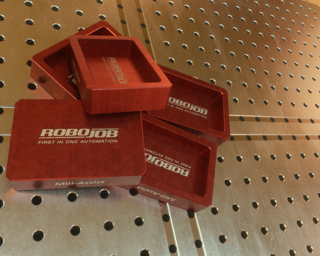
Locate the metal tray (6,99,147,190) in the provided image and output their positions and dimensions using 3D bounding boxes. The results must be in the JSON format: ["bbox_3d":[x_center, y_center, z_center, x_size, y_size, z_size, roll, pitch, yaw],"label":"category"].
[{"bbox_3d":[-0.084,0.015,0.328,0.131,0.030,0.090,-1,62,-13],"label":"metal tray"}]

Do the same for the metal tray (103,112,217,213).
[{"bbox_3d":[0.004,0.040,0.381,0.131,0.030,0.090,23,54,-14],"label":"metal tray"}]

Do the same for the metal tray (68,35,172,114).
[{"bbox_3d":[-0.052,-0.068,0.363,0.091,0.030,0.130,-5,40,-22],"label":"metal tray"}]

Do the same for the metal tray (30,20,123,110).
[{"bbox_3d":[-0.087,-0.081,0.406,0.090,0.030,0.131,42,51,2],"label":"metal tray"}]

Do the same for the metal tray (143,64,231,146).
[{"bbox_3d":[0.036,-0.032,0.441,0.131,0.030,0.090,17,56,-19],"label":"metal tray"}]
